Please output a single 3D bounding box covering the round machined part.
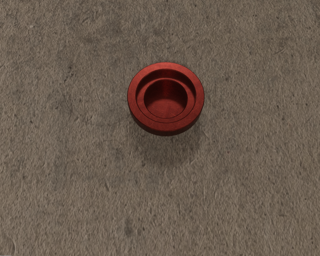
[{"bbox_3d":[0.008,-0.035,0.412,0.099,0.042,0.098,0,70,-1],"label":"round machined part"}]
